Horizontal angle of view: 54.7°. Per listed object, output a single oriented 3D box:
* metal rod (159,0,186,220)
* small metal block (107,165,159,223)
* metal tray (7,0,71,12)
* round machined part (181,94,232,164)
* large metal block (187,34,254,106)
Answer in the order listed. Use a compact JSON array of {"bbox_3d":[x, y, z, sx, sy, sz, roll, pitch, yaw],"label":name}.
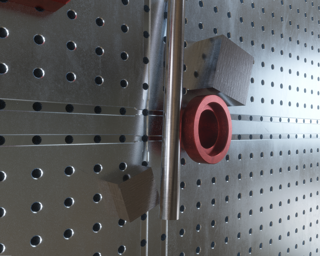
[{"bbox_3d":[0.017,-0.034,0.408,0.025,0.025,0.298,10,79,-40],"label":"metal rod"},{"bbox_3d":[-0.031,0.080,0.385,0.050,0.025,0.050,-24,105,-38],"label":"small metal block"},{"bbox_3d":[-0.134,-0.189,0.294,0.091,0.030,0.129,0,90,-40],"label":"metal tray"},{"bbox_3d":[0.060,0.002,0.446,0.099,0.042,0.097,0,89,-47],"label":"round machined part"},{"bbox_3d":[0.094,-0.083,0.474,0.080,0.050,0.080,20,77,-39],"label":"large metal block"}]
